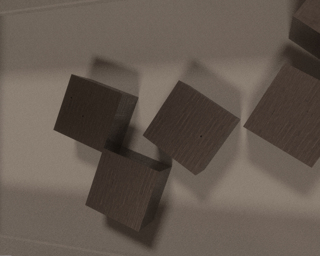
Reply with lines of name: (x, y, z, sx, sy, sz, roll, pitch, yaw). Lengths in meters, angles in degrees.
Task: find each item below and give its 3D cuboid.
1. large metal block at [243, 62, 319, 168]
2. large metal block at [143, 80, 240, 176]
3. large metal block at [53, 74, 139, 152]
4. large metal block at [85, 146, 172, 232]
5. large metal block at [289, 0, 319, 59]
large metal block: (0.152, -0.014, 0.344, 0.080, 0.050, 0.080, 34, 101, 16)
large metal block: (0.040, -0.001, 0.383, 0.080, 0.050, 0.080, 37, 101, 16)
large metal block: (-0.087, -0.020, 0.427, 0.080, 0.050, 0.080, 22, 97, 18)
large metal block: (-0.041, 0.076, 0.411, 0.080, 0.050, 0.080, 21, 97, 18)
large metal block: (0.184, -0.100, 0.317, 0.080, 0.080, 0.050, 41, 103, 15)
